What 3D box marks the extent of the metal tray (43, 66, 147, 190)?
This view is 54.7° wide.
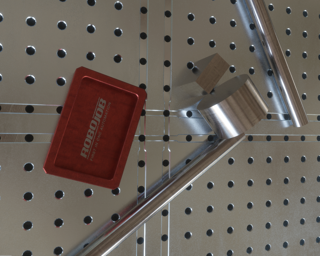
[{"bbox_3d":[-0.078,0.001,0.381,0.091,0.030,0.129,19,84,-20],"label":"metal tray"}]

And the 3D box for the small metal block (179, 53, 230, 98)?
[{"bbox_3d":[0.060,-0.071,0.423,0.025,0.050,0.050,41,77,-16],"label":"small metal block"}]

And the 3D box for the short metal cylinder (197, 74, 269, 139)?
[{"bbox_3d":[0.098,-0.029,0.421,0.080,0.080,0.050,-41,103,-16],"label":"short metal cylinder"}]

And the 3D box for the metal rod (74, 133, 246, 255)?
[{"bbox_3d":[0.001,0.093,0.414,0.301,0.025,0.025,-37,102,-17],"label":"metal rod"}]

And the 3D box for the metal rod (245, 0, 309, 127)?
[{"bbox_3d":[0.166,-0.141,0.475,0.025,0.025,0.299,-28,99,-18],"label":"metal rod"}]
